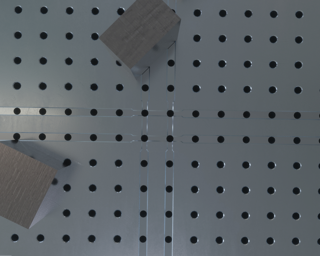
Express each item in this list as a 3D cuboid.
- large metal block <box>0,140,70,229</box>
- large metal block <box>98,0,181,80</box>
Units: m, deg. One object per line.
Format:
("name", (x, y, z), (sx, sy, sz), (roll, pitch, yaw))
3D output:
("large metal block", (-0.177, 0.069, 0.400), (0.080, 0.050, 0.080), (26, 90, 0))
("large metal block", (-0.022, -0.111, 0.386), (0.080, 0.080, 0.050), (-45, 90, 0))
